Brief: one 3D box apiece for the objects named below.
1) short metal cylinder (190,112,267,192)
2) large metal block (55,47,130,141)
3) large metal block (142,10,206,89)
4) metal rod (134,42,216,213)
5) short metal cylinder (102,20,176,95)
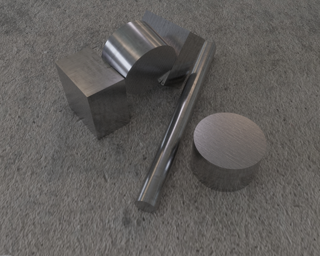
[{"bbox_3d":[0.078,0.028,0.364,0.081,0.050,0.080,0,50,0],"label":"short metal cylinder"},{"bbox_3d":[-0.086,-0.045,0.405,0.050,0.080,0.080,-31,57,-23],"label":"large metal block"},{"bbox_3d":[0.006,-0.114,0.455,0.080,0.080,0.050,35,18,26],"label":"large metal block"},{"bbox_3d":[0.033,-0.024,0.423,0.025,0.025,0.301,15,51,12],"label":"metal rod"},{"bbox_3d":[-0.027,-0.089,0.398,0.081,0.080,0.050,-31,68,-24],"label":"short metal cylinder"}]
